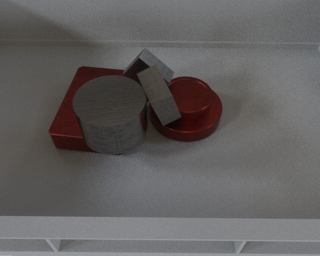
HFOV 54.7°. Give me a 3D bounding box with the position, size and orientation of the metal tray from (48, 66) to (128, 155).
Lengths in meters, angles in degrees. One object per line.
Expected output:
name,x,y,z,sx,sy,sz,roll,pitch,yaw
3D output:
metal tray,-0.082,-0.028,0.420,0.091,0.030,0.130,6,50,4

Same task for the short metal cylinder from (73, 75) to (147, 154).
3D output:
short metal cylinder,-0.056,-0.016,0.361,0.081,0.050,0.080,0,50,0

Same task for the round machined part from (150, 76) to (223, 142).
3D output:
round machined part,0.035,-0.032,0.419,0.099,0.042,0.098,0,50,0

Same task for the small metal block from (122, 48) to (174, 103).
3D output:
small metal block,-0.018,-0.069,0.411,0.050,0.050,0.025,38,44,-17

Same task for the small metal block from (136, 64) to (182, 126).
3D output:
small metal block,0.000,-0.038,0.368,0.025,0.050,0.050,-26,60,2
